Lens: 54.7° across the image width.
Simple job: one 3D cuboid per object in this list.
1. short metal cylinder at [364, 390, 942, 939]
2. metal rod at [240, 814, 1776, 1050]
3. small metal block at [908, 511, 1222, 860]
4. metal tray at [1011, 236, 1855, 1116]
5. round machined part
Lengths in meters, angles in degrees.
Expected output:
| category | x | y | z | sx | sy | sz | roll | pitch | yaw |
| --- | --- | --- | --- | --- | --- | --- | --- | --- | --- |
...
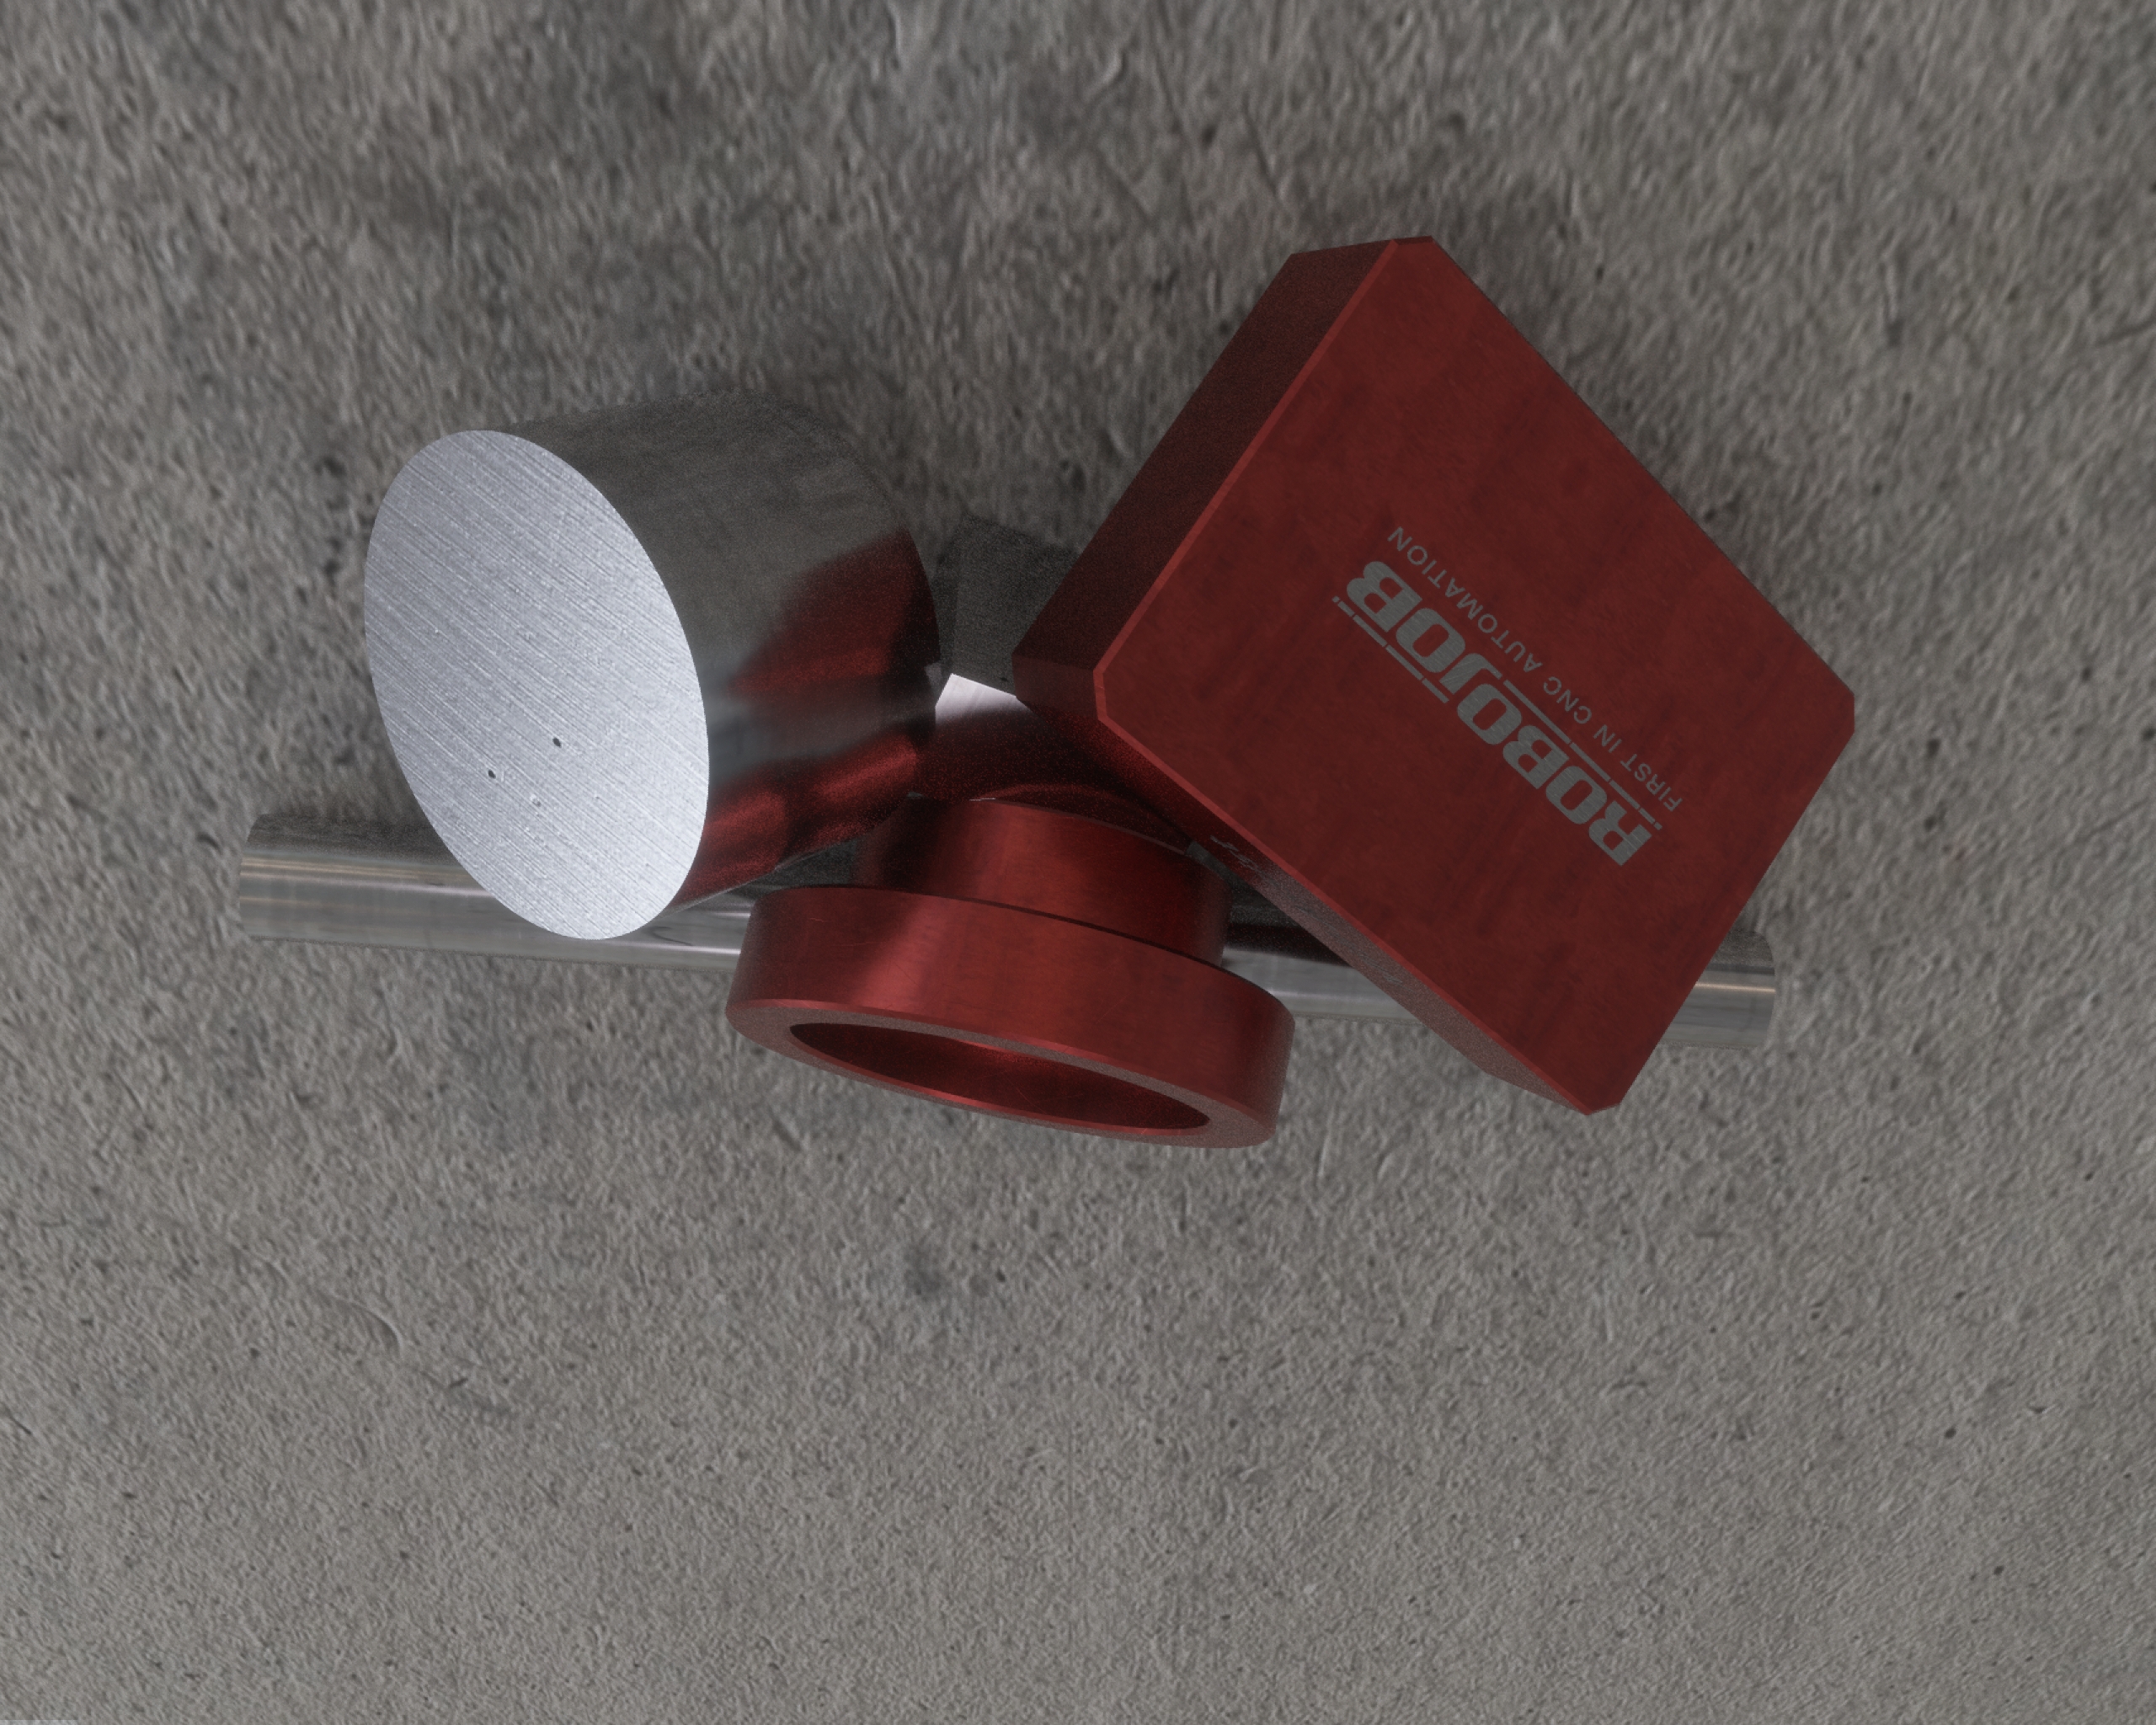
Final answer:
| category | x | y | z | sx | sy | sz | roll | pitch | yaw |
| --- | --- | --- | --- | --- | --- | --- | --- | --- | --- |
| short metal cylinder | -0.069 | -0.033 | 0.337 | 0.080 | 0.050 | 0.079 | 16 | 117 | 34 |
| metal rod | -0.010 | 0.015 | 0.421 | 0.302 | 0.025 | 0.025 | 5 | 130 | -4 |
| small metal block | -0.002 | -0.030 | 0.365 | 0.050 | 0.050 | 0.025 | 18 | 128 | -15 |
| metal tray | 0.064 | -0.028 | 0.349 | 0.130 | 0.030 | 0.090 | 38 | 82 | -28 |
| round machined part | -0.009 | 0.019 | 0.373 | 0.099 | 0.042 | 0.098 | 11 | 165 | 3 |
